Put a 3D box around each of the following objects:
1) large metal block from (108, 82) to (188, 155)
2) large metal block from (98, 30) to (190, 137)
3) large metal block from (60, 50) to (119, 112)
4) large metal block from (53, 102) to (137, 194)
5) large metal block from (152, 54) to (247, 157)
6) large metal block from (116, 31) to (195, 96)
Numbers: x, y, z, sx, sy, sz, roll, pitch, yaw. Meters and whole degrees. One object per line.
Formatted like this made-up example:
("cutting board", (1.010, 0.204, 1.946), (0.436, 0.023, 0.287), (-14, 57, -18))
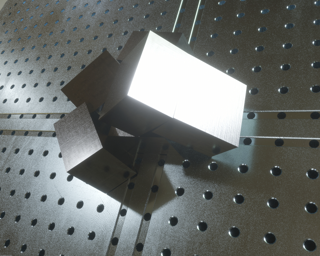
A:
("large metal block", (-0.010, -0.013, 0.407), (0.080, 0.050, 0.080), (1, 62, 29))
("large metal block", (-0.019, -0.044, 0.341), (0.080, 0.050, 0.080), (-28, 41, 56))
("large metal block", (-0.086, -0.061, 0.449), (0.080, 0.080, 0.050), (-41, 95, 0))
("large metal block", (-0.083, 0.027, 0.400), (0.050, 0.080, 0.080), (-34, 52, 5))
("large metal block", (0.046, -0.023, 0.353), (0.050, 0.080, 0.080), (-33, 37, 58))
("large metal block", (0.002, -0.085, 0.425), (0.080, 0.080, 0.050), (14, 69, 34))
